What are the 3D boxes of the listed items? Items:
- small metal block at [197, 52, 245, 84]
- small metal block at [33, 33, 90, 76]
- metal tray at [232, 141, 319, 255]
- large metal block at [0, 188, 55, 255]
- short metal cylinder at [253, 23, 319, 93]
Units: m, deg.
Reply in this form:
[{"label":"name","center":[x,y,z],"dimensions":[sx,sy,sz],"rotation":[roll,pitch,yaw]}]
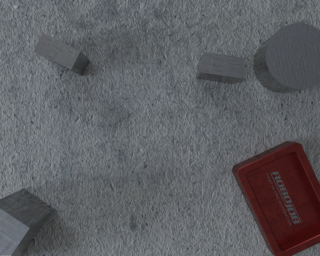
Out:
[{"label":"small metal block","center":[0.076,-0.076,0.398],"dimensions":[0.050,0.050,0.025],"rotation":[9,90,0]},{"label":"small metal block","center":[-0.124,-0.092,0.396],"dimensions":[0.050,0.050,0.025],"rotation":[26,90,0]},{"label":"metal tray","center":[0.164,0.093,0.408],"dimensions":[0.090,0.030,0.129],"rotation":[-25,90,0]},{"label":"large metal block","center":[-0.187,0.129,0.381],"dimensions":[0.050,0.080,0.080],"rotation":[34,90,0]},{"label":"short metal cylinder","center":[0.168,-0.087,0.399],"dimensions":[0.081,0.050,0.079],"rotation":[0,90,0]}]
